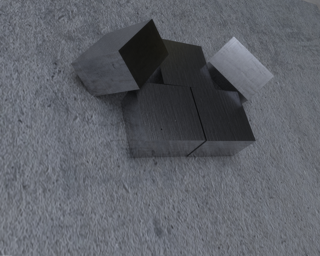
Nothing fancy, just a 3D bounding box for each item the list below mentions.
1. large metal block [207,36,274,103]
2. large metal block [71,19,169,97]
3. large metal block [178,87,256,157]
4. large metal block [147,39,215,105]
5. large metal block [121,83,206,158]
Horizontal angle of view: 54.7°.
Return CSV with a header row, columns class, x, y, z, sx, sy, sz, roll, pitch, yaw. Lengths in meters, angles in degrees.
class,x,y,z,sx,sy,sz,roll,pitch,yaw
large metal block,0.118,-0.084,0.479,0.050,0.080,0.080,-44,86,1
large metal block,-0.048,-0.087,0.389,0.080,0.080,0.050,-56,130,-39
large metal block,0.075,-0.007,0.433,0.081,0.050,0.080,1,61,-28
large metal block,0.023,-0.079,0.452,0.081,0.050,0.080,3,61,-27
large metal block,0.002,-0.009,0.396,0.081,0.050,0.080,1,61,-28
